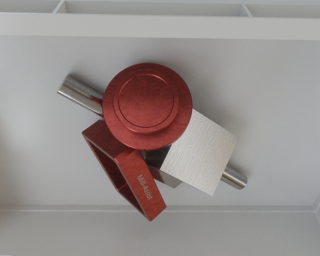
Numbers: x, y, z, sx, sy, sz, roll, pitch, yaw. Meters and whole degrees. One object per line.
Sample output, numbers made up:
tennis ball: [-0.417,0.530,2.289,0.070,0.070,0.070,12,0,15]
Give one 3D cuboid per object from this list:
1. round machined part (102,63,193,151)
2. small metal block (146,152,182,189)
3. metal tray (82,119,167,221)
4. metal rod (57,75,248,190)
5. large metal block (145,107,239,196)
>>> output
round machined part: [-0.014,-0.025,0.335,0.099,0.097,0.042,-1,171,0]
small metal block: [0.008,0.049,0.432,0.050,0.050,0.025,31,123,-24]
metal tray: [-0.046,0.058,0.415,0.030,0.090,0.129,-39,132,-21]
metal rod: [0.006,0.016,0.421,0.301,0.025,0.025,29,124,-23]
large metal block: [0.039,0.028,0.389,0.080,0.050,0.080,30,81,-23]
